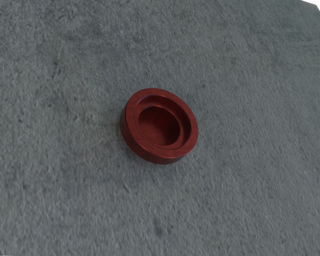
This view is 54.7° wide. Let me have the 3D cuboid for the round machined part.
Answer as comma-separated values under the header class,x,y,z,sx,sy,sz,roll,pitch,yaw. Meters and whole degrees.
class,x,y,z,sx,sy,sz,roll,pitch,yaw
round machined part,-0.004,0.001,0.391,0.099,0.042,0.098,14,56,-21
